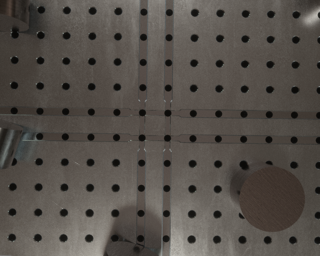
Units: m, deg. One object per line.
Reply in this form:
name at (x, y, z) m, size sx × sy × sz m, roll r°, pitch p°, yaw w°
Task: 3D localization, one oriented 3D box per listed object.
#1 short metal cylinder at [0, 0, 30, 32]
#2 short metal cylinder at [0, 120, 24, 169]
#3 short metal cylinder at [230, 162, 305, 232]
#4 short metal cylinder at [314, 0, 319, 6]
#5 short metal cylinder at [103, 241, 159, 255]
short metal cylinder at (-0.204, -0.156, 0.383) m, size 0.081 × 0.080 × 0.050 m, roll 3°, pitch 90°, yaw -1°
short metal cylinder at (-0.219, 0.014, 0.383) m, size 0.080 × 0.080 × 0.050 m, roll 19°, pitch 90°, yaw -1°
short metal cylinder at (0.137, 0.087, 0.403) m, size 0.081 × 0.050 × 0.079 m, roll 0°, pitch 90°, yaw -1°
short metal cylinder at (0.248, -0.198, 0.404) m, size 0.081 × 0.050 × 0.079 m, roll 0°, pitch 90°, yaw -1°
short metal cylinder at (-0.037, 0.185, 0.386) m, size 0.080 × 0.080 × 0.050 m, roll 20°, pitch 90°, yaw -1°
